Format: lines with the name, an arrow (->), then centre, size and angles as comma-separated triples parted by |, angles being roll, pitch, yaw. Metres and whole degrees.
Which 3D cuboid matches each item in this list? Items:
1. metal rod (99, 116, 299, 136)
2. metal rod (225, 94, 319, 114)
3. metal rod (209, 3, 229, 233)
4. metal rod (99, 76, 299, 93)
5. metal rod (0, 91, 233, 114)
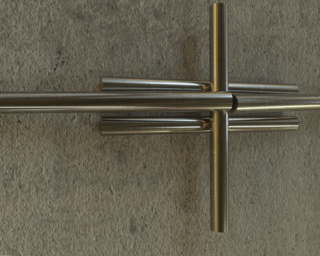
metal rod -> 0.068, -0.005, 0.436 | 0.303, 0.025, 0.025 | -1, 91, -21
metal rod -> 0.220, -0.039, 0.467 | 0.303, 0.025, 0.025 | -4, 92, -30
metal rod -> 0.079, -0.013, 0.414 | 0.025, 0.025, 0.298 | 0, 90, -20
metal rod -> 0.068, -0.055, 0.436 | 0.303, 0.025, 0.025 | -1, 91, -21
metal rod -> -0.062, -0.030, 0.361 | 0.302, 0.025, 0.025 | -1, 91, -11
